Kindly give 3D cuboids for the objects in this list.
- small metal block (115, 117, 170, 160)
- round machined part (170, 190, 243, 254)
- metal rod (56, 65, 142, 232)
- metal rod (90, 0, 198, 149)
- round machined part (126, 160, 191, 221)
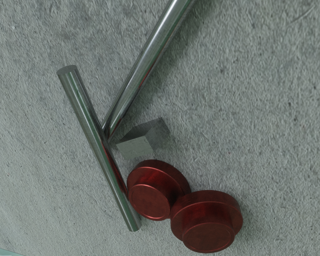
[{"bbox_3d":[-0.022,0.014,0.411,0.050,0.050,0.025,-18,109,35],"label":"small metal block"},{"bbox_3d":[0.064,0.133,0.421,0.099,0.042,0.097,-1,126,0],"label":"round machined part"},{"bbox_3d":[-0.077,0.050,0.451,0.025,0.025,0.298,4,129,26],"label":"metal rod"},{"bbox_3d":[-0.026,-0.063,0.381,0.025,0.025,0.298,38,129,2],"label":"metal rod"},{"bbox_3d":[-0.007,0.099,0.461,0.098,0.042,0.097,13,124,21],"label":"round machined part"}]
